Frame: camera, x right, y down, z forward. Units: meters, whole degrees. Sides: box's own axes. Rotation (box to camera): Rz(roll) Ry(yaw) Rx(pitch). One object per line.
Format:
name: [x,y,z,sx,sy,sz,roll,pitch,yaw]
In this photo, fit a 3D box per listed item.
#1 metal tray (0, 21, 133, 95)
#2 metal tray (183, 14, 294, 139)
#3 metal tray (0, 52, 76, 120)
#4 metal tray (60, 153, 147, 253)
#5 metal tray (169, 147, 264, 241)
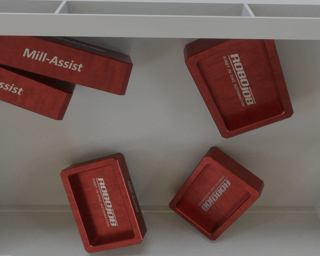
metal tray: [-0.095,-0.071,0.302,0.131,0.090,0.030,14,106,-12]
metal tray: [0.094,-0.053,0.361,0.090,0.030,0.130,-21,127,16]
metal tray: [-0.153,-0.056,0.313,0.131,0.090,0.030,21,105,-18]
metal tray: [-0.081,0.110,0.454,0.090,0.030,0.129,-16,95,12]
metal tray: [0.080,0.101,0.464,0.090,0.030,0.129,37,127,10]
